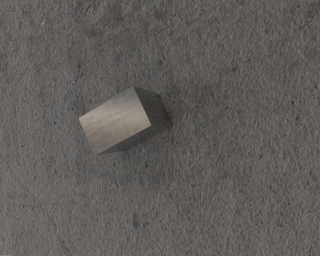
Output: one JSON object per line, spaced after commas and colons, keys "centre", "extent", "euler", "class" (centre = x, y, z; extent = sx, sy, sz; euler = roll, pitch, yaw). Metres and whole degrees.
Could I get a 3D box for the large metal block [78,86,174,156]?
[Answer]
{"centre": [-0.040, -0.008, 0.394], "extent": [0.080, 0.080, 0.050], "euler": [-28, 81, 18], "class": "large metal block"}
